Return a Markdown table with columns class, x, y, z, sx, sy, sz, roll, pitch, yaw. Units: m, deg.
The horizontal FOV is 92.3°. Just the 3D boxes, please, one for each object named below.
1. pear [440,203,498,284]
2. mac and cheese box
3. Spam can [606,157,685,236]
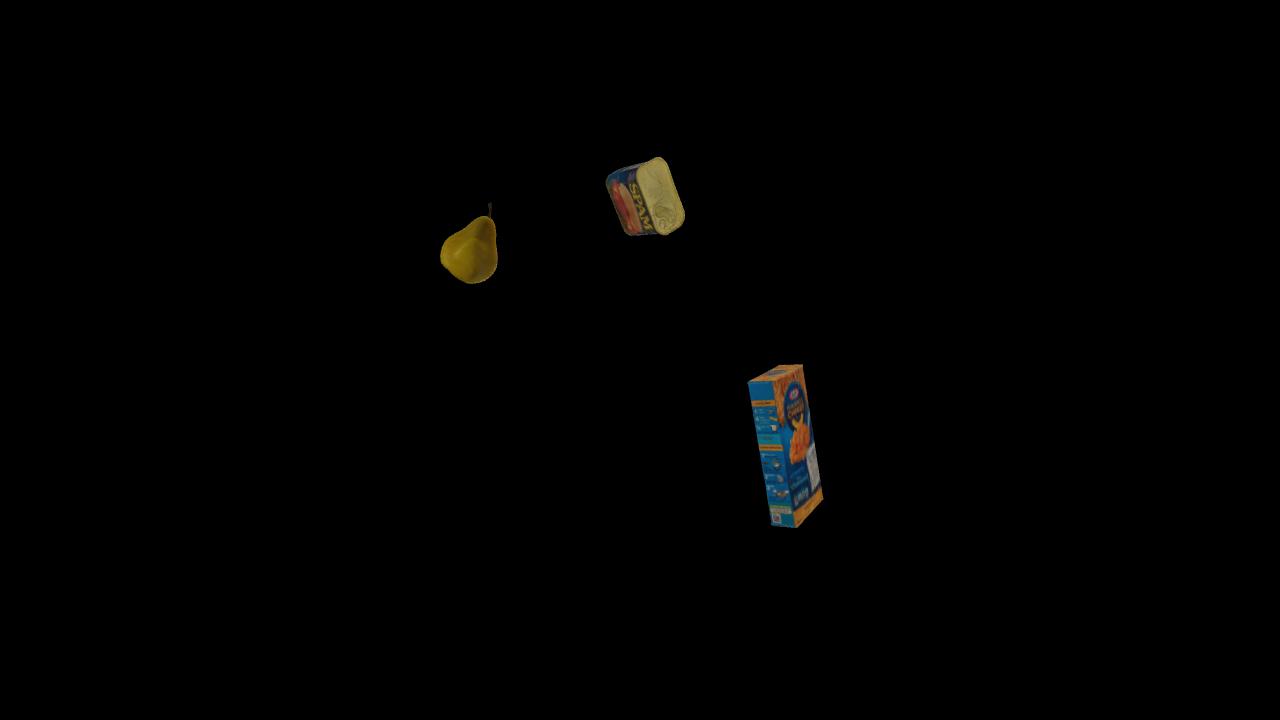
| class | x | y | z | sx | sy | sz | roll | pitch | yaw |
| --- | --- | --- | --- | --- | --- | --- | --- | --- | --- |
| pear | -0.227 | -0.164 | 0.865 | 0.080 | 0.111 | 0.080 | 37 | 7 | -5 |
| mac and cheese box | 0.185 | 0.105 | 0.772 | 0.041 | 0.184 | 0.093 | -5 | 10 | 39 |
| Spam can | 0.006 | -0.228 | 0.874 | 0.058 | 0.101 | 0.085 | -34 | 25 | -26 |
